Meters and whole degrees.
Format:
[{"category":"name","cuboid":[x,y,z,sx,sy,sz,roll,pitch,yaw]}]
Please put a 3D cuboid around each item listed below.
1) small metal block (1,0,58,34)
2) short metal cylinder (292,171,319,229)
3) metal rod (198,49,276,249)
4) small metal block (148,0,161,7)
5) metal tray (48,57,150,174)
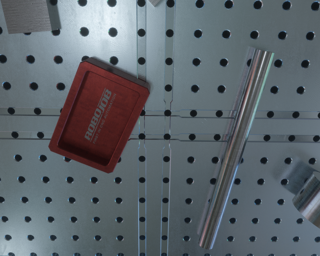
[{"category":"small metal block","cuboid":[-0.152,-0.138,0.360,0.050,0.025,0.050,-4,110,1]},{"category":"short metal cylinder","cuboid":[0.233,0.104,0.426,0.080,0.080,0.050,25,108,-9]},{"category":"metal rod","cuboid":[0.100,0.042,0.430,0.025,0.025,0.298,10,110,-4]},{"category":"small metal block","cuboid":[-0.006,-0.174,0.349,0.050,0.025,0.050,-42,105,13]},{"category":"metal tray","cuboid":[-0.079,-0.014,0.404,0.090,0.030,0.129,24,108,-9]}]
